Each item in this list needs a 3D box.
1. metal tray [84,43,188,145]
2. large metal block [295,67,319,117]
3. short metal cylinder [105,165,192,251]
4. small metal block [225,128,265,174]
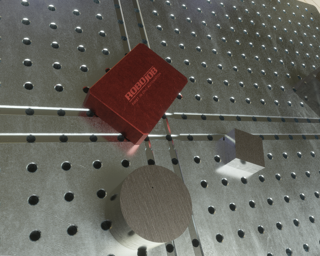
[{"bbox_3d":[-0.028,-0.051,0.422,0.090,0.030,0.130,38,51,-3],"label":"metal tray"},{"bbox_3d":[0.330,-0.074,0.619,0.080,0.050,0.080,46,51,4],"label":"large metal block"},{"bbox_3d":[-0.013,0.086,0.334,0.081,0.050,0.080,14,56,-21],"label":"short metal cylinder"},{"bbox_3d":[0.124,0.034,0.457,0.050,0.025,0.050,19,54,-18],"label":"small metal block"}]
